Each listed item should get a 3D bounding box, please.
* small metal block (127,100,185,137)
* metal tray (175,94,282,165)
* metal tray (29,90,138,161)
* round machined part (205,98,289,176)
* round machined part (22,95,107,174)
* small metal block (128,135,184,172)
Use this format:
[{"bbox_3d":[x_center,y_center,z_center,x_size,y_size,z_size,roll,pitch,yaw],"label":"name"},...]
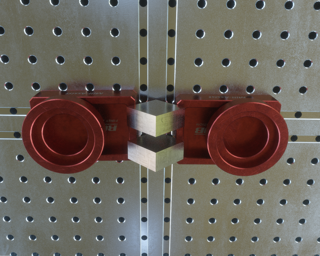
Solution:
[{"bbox_3d":[-0.005,-0.014,0.380,0.050,0.050,0.025,19,117,41],"label":"small metal block"},{"bbox_3d":[0.086,0.003,0.413,0.131,0.030,0.089,1,110,-1],"label":"metal tray"},{"bbox_3d":[-0.095,-0.002,0.410,0.131,0.030,0.089,-1,112,0],"label":"metal tray"},{"bbox_3d":[0.107,0.008,0.395,0.099,0.042,0.097,0,110,0],"label":"round machined part"},{"bbox_3d":[-0.117,0.005,0.392,0.099,0.042,0.097,0,110,0],"label":"round machined part"},{"bbox_3d":[-0.005,0.028,0.394,0.050,0.050,0.025,19,117,41],"label":"small metal block"}]
